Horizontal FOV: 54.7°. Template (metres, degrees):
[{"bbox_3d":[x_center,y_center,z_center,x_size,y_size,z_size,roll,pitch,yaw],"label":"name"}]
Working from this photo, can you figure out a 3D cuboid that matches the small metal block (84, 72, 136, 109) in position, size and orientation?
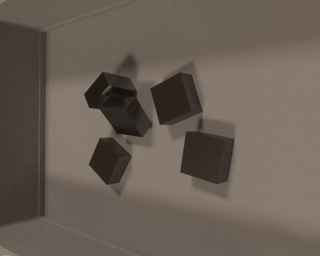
[{"bbox_3d":[-0.072,-0.051,0.446,0.050,0.050,0.025,-41,61,32],"label":"small metal block"}]

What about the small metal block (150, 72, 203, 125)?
[{"bbox_3d":[0.020,-0.035,0.389,0.050,0.025,0.050,-24,75,37],"label":"small metal block"}]

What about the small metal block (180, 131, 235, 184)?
[{"bbox_3d":[0.055,0.033,0.360,0.050,0.025,0.050,13,98,39],"label":"small metal block"}]

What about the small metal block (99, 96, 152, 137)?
[{"bbox_3d":[-0.046,-0.016,0.425,0.050,0.050,0.025,6,50,39],"label":"small metal block"}]

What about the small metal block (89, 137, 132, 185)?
[{"bbox_3d":[-0.076,0.049,0.467,0.050,0.025,0.050,39,114,32],"label":"small metal block"}]
